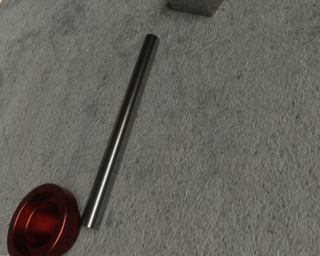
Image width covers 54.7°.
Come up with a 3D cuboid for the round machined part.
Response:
[{"bbox_3d":[-0.139,0.122,0.387,0.098,0.042,0.098,-17,55,25],"label":"round machined part"}]

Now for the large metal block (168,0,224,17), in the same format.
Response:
[{"bbox_3d":[0.064,-0.231,0.496,0.080,0.050,0.080,26,76,37],"label":"large metal block"}]

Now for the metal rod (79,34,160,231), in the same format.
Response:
[{"bbox_3d":[-0.049,-0.011,0.436,0.025,0.025,0.300,1,62,29],"label":"metal rod"}]
